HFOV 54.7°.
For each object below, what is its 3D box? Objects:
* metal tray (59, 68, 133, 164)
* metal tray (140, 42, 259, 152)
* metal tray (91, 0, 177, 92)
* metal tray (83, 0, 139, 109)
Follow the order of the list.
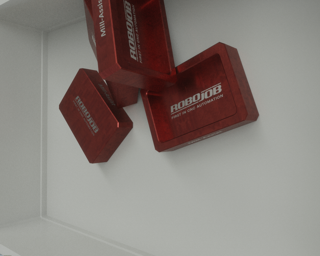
[{"bbox_3d":[-0.106,-0.020,0.491,0.090,0.030,0.130,-51,60,27],"label":"metal tray"},{"bbox_3d":[0.040,-0.031,0.370,0.130,0.030,0.090,-24,75,37],"label":"metal tray"},{"bbox_3d":[-0.030,-0.112,0.354,0.030,0.091,0.129,-21,71,41],"label":"metal tray"},{"bbox_3d":[-0.067,-0.103,0.426,0.090,0.030,0.130,106,142,-65],"label":"metal tray"}]
